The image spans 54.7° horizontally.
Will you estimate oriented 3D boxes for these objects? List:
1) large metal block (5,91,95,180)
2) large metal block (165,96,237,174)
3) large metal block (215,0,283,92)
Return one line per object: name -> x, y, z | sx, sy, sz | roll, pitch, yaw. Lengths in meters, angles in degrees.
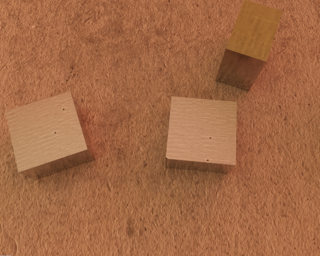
large metal block -> -0.135, 0.011, 0.390 | 0.080, 0.050, 0.080 | -19, 71, -7
large metal block -> 0.051, 0.010, 0.391 | 0.080, 0.050, 0.080 | 5, 70, 2
large metal block -> 0.117, -0.108, 0.419 | 0.050, 0.080, 0.080 | 20, 71, 7
